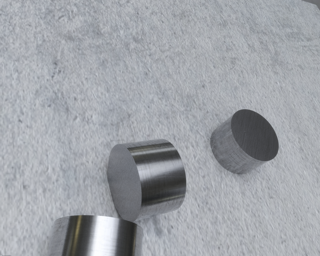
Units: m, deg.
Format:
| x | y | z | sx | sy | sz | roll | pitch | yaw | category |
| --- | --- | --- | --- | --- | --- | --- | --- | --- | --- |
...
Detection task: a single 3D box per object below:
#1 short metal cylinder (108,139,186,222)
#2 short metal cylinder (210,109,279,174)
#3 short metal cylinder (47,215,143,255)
| x | y | z | sx | sy | sz | roll | pitch | yaw | category |
| --- | --- | --- | --- | --- | --- | --- | --- | --- | --- |
| -0.016 | 0.054 | 0.328 | 0.050 | 0.080 | 0.080 | -6 | 65 | -31 | short metal cylinder |
| 0.120 | 0.020 | 0.442 | 0.081 | 0.050 | 0.080 | 14 | 56 | -21 | short metal cylinder |
| -0.057 | 0.113 | 0.270 | 0.081 | 0.080 | 0.050 | 16 | 56 | -20 | short metal cylinder |
